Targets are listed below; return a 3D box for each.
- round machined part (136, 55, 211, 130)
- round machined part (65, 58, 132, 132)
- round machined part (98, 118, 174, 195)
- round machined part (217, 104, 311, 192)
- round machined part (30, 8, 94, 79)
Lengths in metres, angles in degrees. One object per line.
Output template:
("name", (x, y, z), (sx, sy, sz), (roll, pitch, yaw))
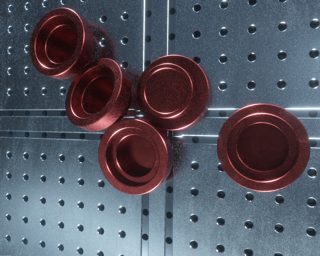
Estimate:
("round machined part", (0.014, -0.046, 0.399), (0.098, 0.042, 0.097), (0, 90, 20))
("round machined part", (-0.077, -0.041, 0.419), (0.098, 0.042, 0.098), (-14, 63, 29))
("round machined part", (-0.028, 0.035, 0.412), (0.098, 0.042, 0.097), (2, 95, 21))
("round machined part", (0.119, 0.022, 0.362), (0.098, 0.042, 0.097), (0, 90, 20))
("round machined part", (-0.136, -0.117, 0.448), (0.098, 0.042, 0.098), (-3, 83, 24))
